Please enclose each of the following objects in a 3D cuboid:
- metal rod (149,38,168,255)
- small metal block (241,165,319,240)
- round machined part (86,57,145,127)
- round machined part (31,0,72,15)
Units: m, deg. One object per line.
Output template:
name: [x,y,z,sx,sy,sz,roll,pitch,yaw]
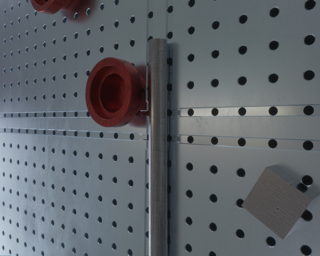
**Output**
metal rod: [-0.003,0.033,0.411,0.025,0.025,0.298,0,90,40]
small metal block: [0.119,0.073,0.311,0.050,0.025,0.050,39,113,33]
round machined part: [-0.061,-0.050,0.448,0.098,0.042,0.097,0,90,40]
round machined part: [-0.189,-0.252,0.554,0.098,0.042,0.097,0,90,40]
